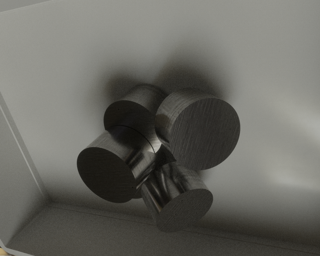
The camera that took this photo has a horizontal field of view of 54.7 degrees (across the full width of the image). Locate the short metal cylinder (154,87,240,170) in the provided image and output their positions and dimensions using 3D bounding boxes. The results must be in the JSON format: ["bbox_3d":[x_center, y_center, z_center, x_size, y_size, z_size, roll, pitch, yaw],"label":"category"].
[{"bbox_3d":[0.040,0.000,0.342,0.081,0.050,0.079,-7,111,-17],"label":"short metal cylinder"}]

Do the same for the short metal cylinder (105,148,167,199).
[{"bbox_3d":[-0.038,0.054,0.443,0.080,0.050,0.079,13,124,20],"label":"short metal cylinder"}]

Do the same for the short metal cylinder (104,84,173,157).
[{"bbox_3d":[-0.024,-0.009,0.395,0.080,0.050,0.079,13,124,20],"label":"short metal cylinder"}]

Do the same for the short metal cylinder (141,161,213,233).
[{"bbox_3d":[0.022,0.090,0.405,0.050,0.081,0.079,54,144,44],"label":"short metal cylinder"}]

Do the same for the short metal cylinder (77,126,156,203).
[{"bbox_3d":[-0.052,0.044,0.377,0.080,0.050,0.079,13,124,20],"label":"short metal cylinder"}]
